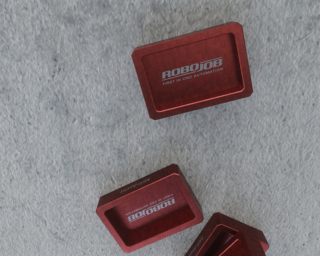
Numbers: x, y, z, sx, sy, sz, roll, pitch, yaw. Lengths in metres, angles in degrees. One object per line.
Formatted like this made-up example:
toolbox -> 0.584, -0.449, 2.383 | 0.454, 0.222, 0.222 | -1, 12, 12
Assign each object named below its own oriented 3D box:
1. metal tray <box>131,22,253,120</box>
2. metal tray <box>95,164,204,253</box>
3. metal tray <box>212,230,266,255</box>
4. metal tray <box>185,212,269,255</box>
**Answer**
metal tray -> 0.040, -0.069, 0.382 | 0.131, 0.030, 0.089 | -14, 110, 4
metal tray -> -0.014, 0.118, 0.450 | 0.130, 0.030, 0.090 | -26, 108, 8
metal tray -> 0.097, 0.218, 0.430 | 0.030, 0.090, 0.129 | 25, 118, -20
metal tray -> 0.094, 0.203, 0.483 | 0.090, 0.030, 0.129 | 26, 108, -10
